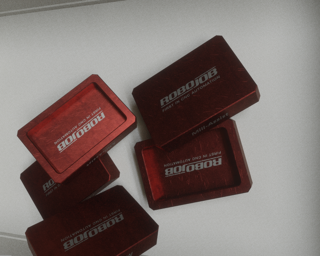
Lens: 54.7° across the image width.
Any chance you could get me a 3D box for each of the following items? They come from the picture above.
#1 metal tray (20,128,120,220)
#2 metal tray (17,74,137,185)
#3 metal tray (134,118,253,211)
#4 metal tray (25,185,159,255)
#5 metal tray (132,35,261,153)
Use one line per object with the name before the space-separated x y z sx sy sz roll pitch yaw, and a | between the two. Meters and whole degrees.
metal tray | -0.134 0.070 0.453 0.130 0.030 0.090 -38 78 15
metal tray | -0.107 0.001 0.413 0.130 0.030 0.090 -40 80 -11
metal tray | 0.040 0.046 0.392 0.130 0.030 0.090 -16 85 18
metal tray | -0.078 0.130 0.371 0.090 0.131 0.030 38 136 37
metal tray | 0.040 -0.040 0.373 0.130 0.030 0.090 -31 62 11
